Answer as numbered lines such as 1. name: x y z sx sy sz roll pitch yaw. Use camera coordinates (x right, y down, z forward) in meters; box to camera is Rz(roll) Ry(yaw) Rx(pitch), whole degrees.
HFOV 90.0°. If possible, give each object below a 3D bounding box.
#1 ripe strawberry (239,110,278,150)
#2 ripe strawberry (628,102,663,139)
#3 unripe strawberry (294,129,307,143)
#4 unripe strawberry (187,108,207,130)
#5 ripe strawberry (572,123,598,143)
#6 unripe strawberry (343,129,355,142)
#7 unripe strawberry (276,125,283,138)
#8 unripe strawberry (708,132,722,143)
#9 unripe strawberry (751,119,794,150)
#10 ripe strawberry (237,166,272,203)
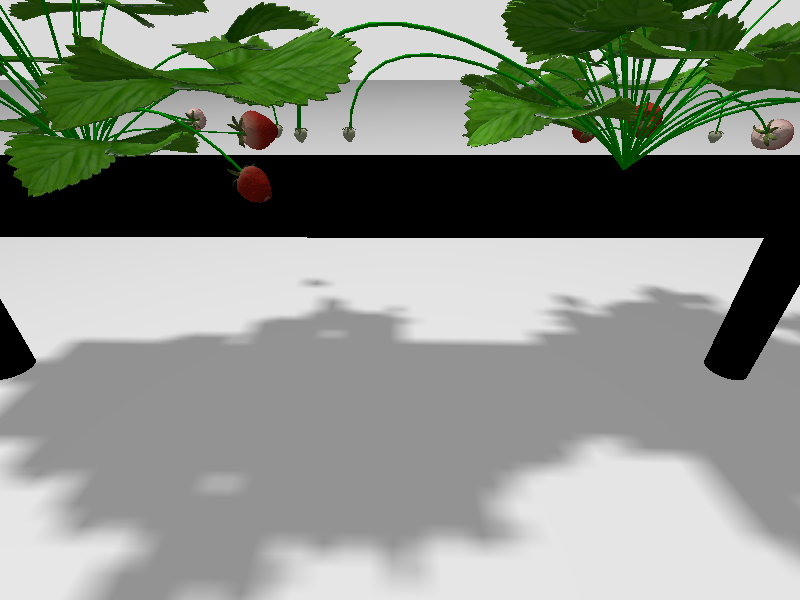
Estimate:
1. ripe strawberry: -0.147 -0.178 0.421 0.039 0.038 0.036 -24 38 -36
2. ripe strawberry: 0.299 -0.220 0.491 0.038 0.040 0.041 17 29 26
3. unripe strawberry: -0.078 -0.129 0.314 0.010 0.010 0.011 -2 30 -3
4. unripe strawberry: -0.272 -0.243 0.538 0.025 0.028 0.027 -2 30 -3
5. ripe strawberry: 0.212 -0.196 0.462 0.027 0.028 0.029 4 30 7
6. unripe strawberry: -0.045 -0.146 0.355 0.011 0.011 0.010 4 30 6
7. unripe strawberry: -0.144 -0.197 0.469 0.013 0.014 0.014 21 36 31
8. unripe strawberry: 0.326 -0.168 0.415 0.010 0.011 0.011 -19 35 -29
9. unripe strawberry: 0.381 -0.168 0.408 0.033 0.029 0.033 -5 30 -25
10. ripe strawberry: -0.090 -0.070 0.248 0.020 0.022 0.022 -41 -5 -48
